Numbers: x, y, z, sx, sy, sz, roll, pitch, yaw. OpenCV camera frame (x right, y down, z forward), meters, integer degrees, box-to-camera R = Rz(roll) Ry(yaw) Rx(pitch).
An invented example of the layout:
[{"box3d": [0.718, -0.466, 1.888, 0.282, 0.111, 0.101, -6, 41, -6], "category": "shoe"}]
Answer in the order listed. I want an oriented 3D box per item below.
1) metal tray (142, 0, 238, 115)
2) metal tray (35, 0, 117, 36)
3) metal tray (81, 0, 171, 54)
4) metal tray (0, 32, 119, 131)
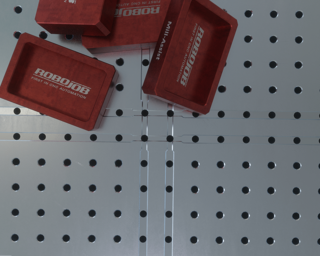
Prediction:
[{"box3d": [0.040, -0.091, 0.387, 0.091, 0.030, 0.129, 18, 90, -35], "category": "metal tray"}, {"box3d": [-0.097, -0.183, 0.388, 0.090, 0.030, 0.129, 8, 82, 17], "category": "metal tray"}, {"box3d": [-0.038, -0.152, 0.411, 0.131, 0.030, 0.090, -5, 90, 0], "category": "metal tray"}, {"box3d": [-0.132, -0.059, 0.409, 0.131, 0.030, 0.090, 21, 90, 0], "category": "metal tray"}]
